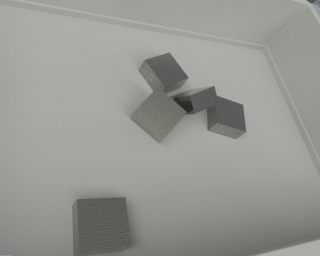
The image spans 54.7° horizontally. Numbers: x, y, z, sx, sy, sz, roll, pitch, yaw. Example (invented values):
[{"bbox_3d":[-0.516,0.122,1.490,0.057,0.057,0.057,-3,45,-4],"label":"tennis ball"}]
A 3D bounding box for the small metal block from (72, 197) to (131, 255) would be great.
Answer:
[{"bbox_3d":[-0.060,0.099,0.313,0.050,0.025,0.050,4,60,-26],"label":"small metal block"}]

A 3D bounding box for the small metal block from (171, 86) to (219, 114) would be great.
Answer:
[{"bbox_3d":[0.044,-0.038,0.432,0.050,0.050,0.025,-24,105,-37],"label":"small metal block"}]

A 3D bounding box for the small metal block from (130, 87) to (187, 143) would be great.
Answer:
[{"bbox_3d":[-0.002,-0.016,0.403,0.050,0.025,0.050,42,75,0],"label":"small metal block"}]

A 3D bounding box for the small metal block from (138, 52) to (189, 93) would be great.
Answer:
[{"bbox_3d":[0.005,-0.079,0.457,0.050,0.025,0.050,-27,77,-37],"label":"small metal block"}]

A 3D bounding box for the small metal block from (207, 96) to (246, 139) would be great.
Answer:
[{"bbox_3d":[0.100,-0.016,0.469,0.050,0.025,0.050,16,55,-19],"label":"small metal block"}]
